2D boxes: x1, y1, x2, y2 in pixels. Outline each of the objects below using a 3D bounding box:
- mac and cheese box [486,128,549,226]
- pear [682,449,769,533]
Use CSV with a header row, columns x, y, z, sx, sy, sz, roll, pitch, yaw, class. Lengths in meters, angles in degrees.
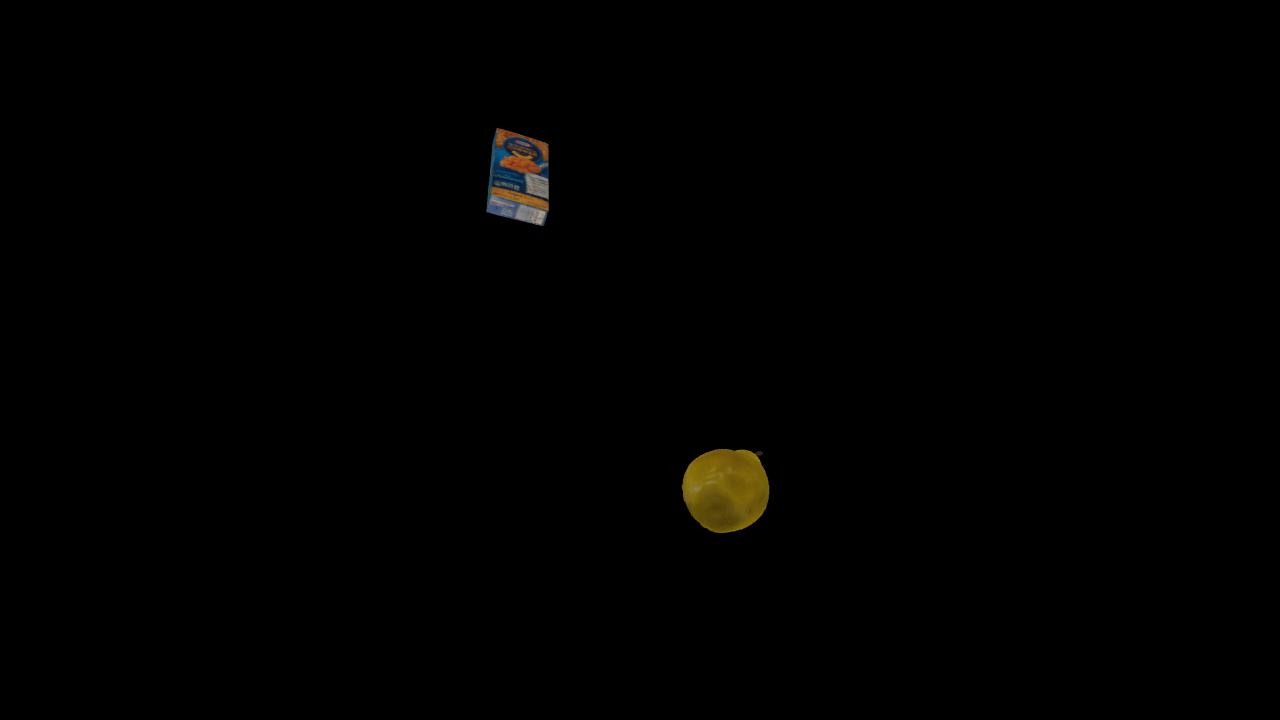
x,y,z,sx,sy,sz,roll,pitch,yaw,class
-0.196,-0.299,0.998,0.093,0.184,0.041,9,-41,-21,mac and cheese box
0.085,0.110,0.579,0.080,0.080,0.111,0,18,20,pear
